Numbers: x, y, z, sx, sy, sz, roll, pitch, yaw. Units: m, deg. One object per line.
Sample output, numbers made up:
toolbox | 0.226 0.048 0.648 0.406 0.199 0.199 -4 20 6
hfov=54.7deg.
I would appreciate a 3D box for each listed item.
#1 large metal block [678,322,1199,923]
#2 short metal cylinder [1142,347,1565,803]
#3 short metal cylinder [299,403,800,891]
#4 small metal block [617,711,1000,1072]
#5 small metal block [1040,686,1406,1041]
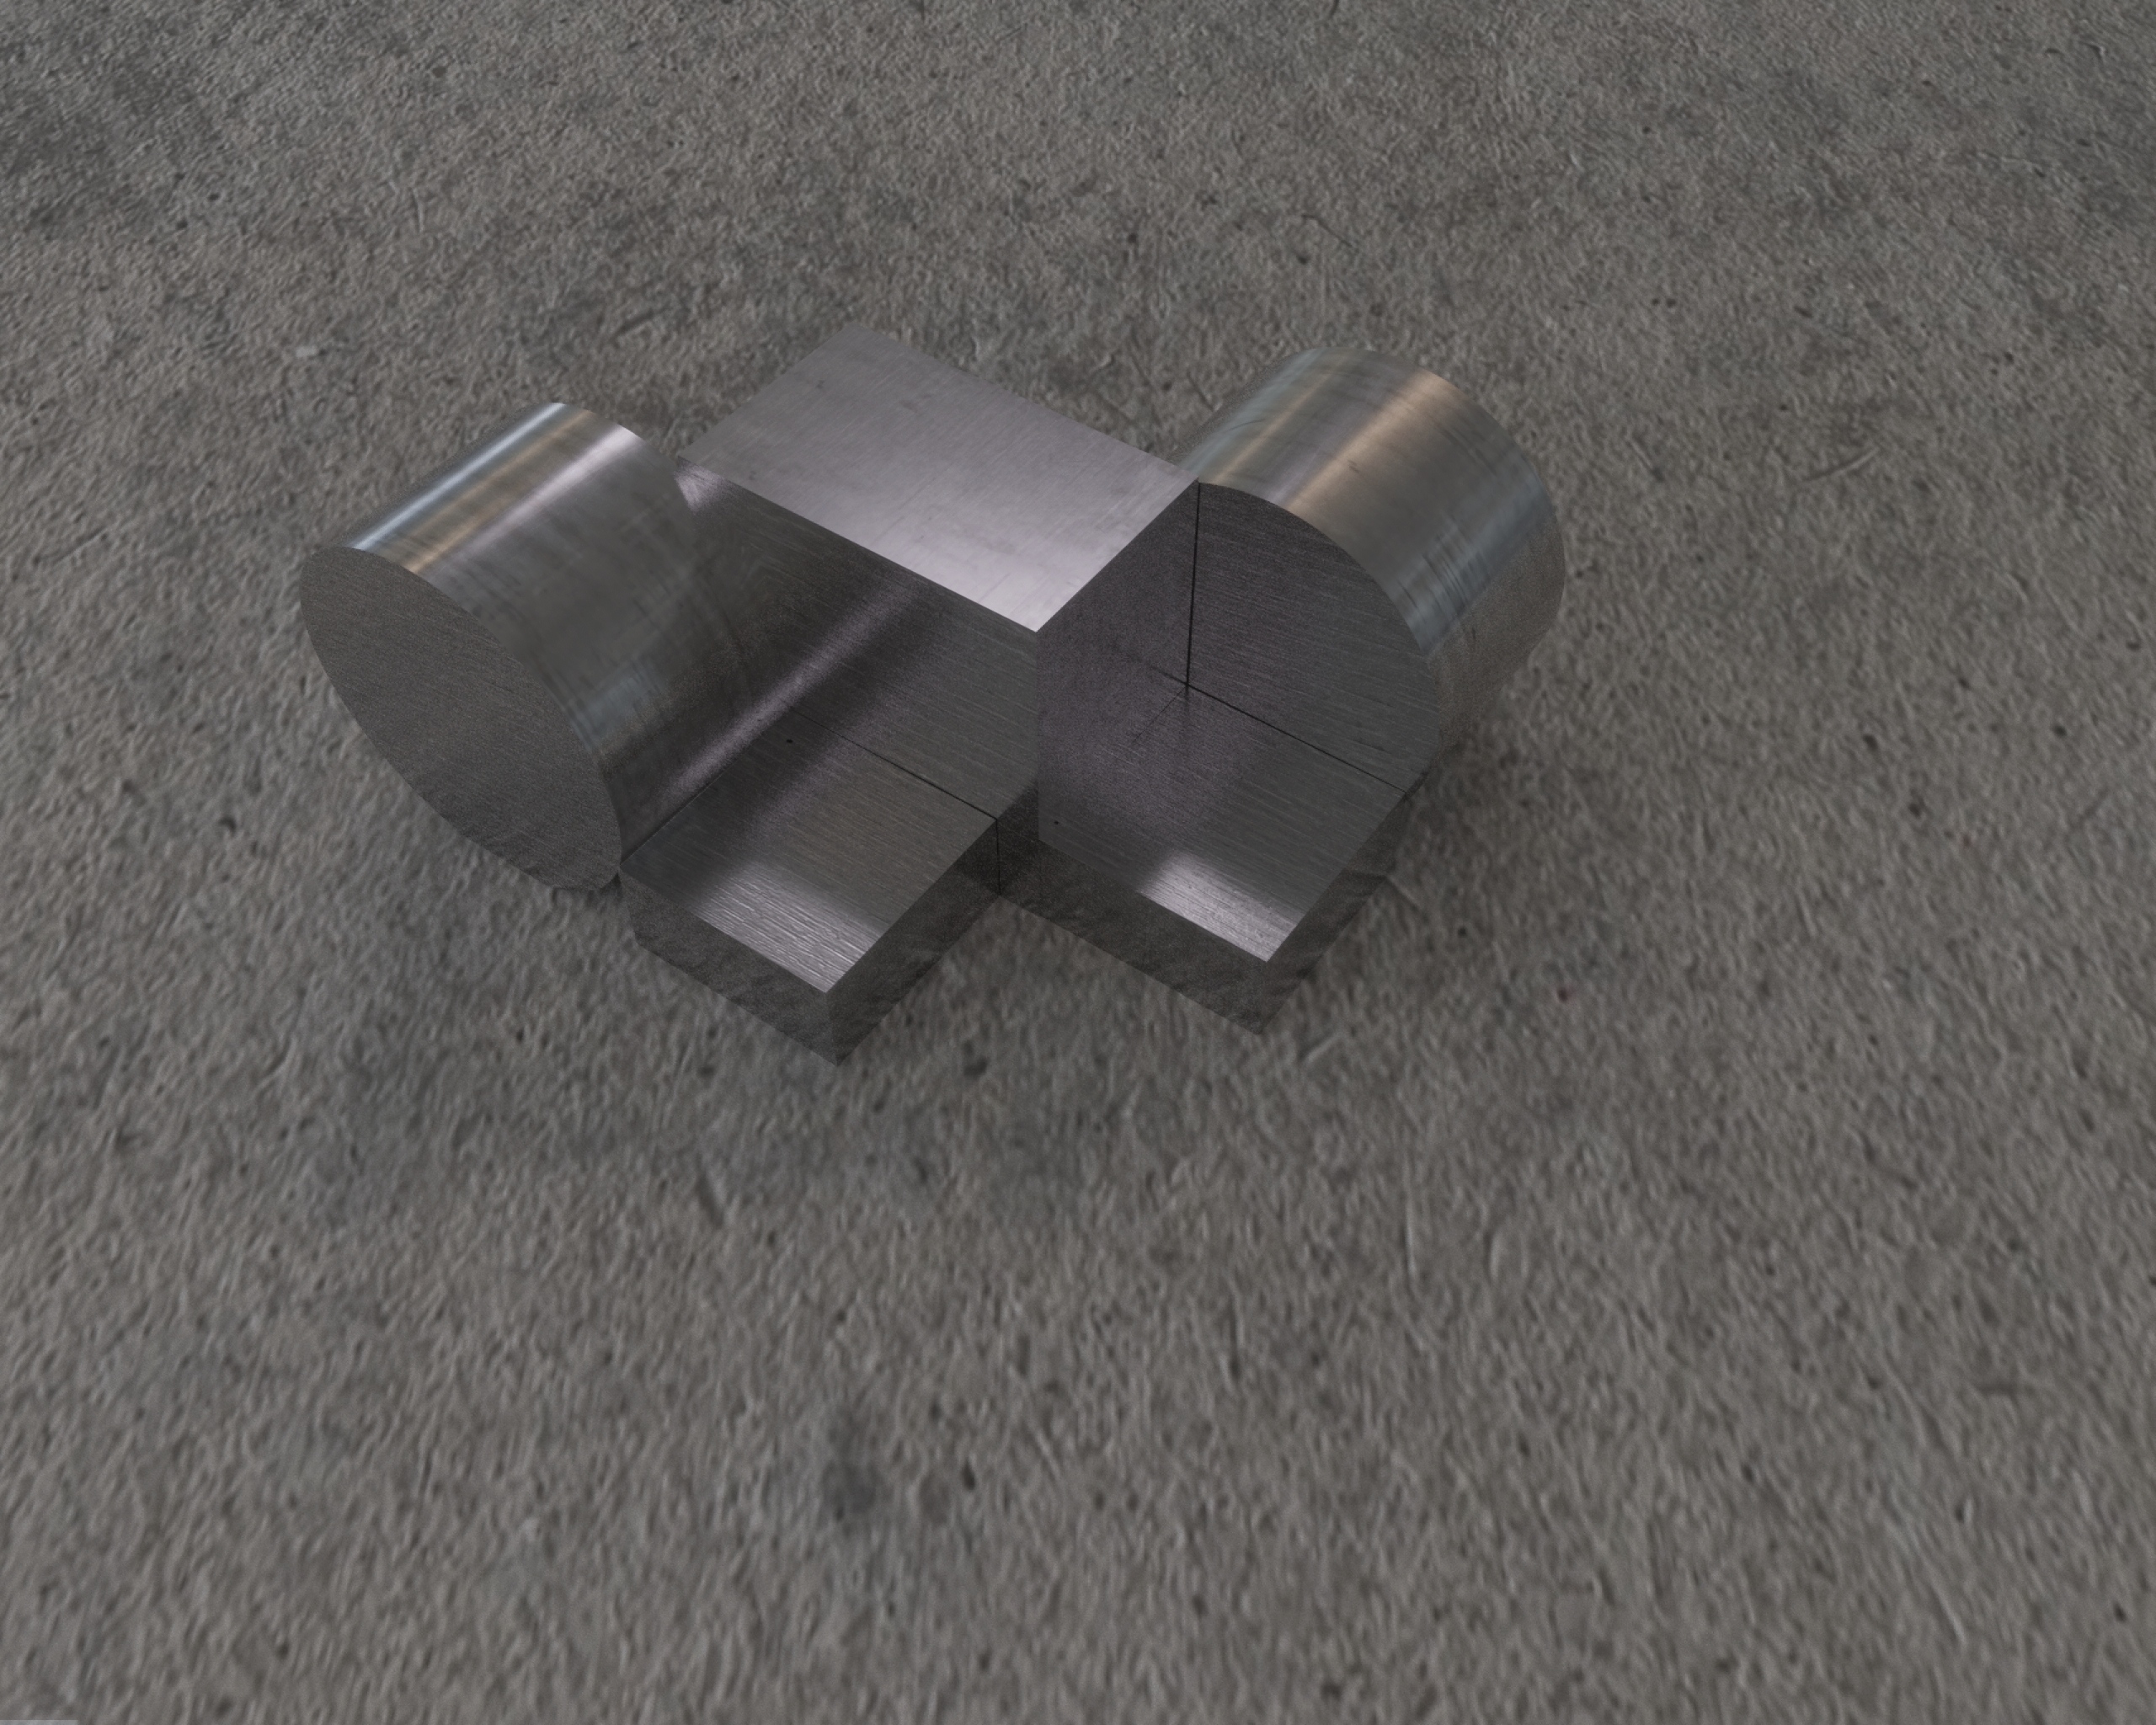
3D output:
large metal block | -0.026 -0.047 0.409 0.080 0.080 0.050 28 55 21
short metal cylinder | 0.049 -0.055 0.415 0.080 0.080 0.050 29 56 22
short metal cylinder | -0.101 -0.041 0.403 0.080 0.080 0.050 28 56 21
small metal block | -0.051 0.004 0.401 0.050 0.025 0.050 28 55 22
small metal block | 0.028 -0.001 0.406 0.050 0.025 0.050 28 55 22
